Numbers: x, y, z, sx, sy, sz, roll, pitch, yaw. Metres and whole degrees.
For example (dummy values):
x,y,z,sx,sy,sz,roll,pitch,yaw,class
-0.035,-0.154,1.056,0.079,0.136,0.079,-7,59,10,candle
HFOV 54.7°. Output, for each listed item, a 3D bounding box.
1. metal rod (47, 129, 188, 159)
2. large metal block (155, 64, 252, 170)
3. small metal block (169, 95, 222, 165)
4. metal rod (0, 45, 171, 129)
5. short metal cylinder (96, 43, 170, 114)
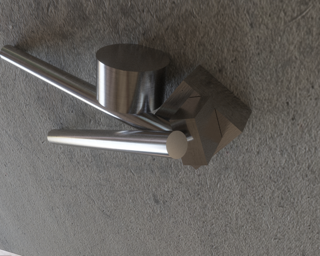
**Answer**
x,y,z,sx,sy,sz,roll,pitch,yaw,class
-0.078,0.014,0.388,0.300,0.025,0.025,0,121,52,metal rod
0.044,-0.011,0.359,0.080,0.050,0.080,42,130,0,large metal block
0.037,0.002,0.305,0.025,0.050,0.050,-4,117,30,small metal block
-0.103,-0.050,0.393,0.300,0.025,0.025,27,128,25,metal rod
-0.032,-0.058,0.354,0.080,0.080,0.050,19,126,16,short metal cylinder
